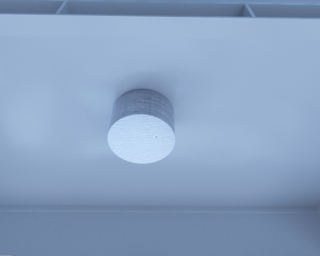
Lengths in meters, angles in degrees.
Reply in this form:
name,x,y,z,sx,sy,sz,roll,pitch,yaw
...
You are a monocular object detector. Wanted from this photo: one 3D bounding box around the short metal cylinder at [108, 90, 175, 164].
name,x,y,z,sx,sy,sz,roll,pitch,yaw
short metal cylinder,-0.022,-0.001,0.389,0.080,0.050,0.080,0,130,0
